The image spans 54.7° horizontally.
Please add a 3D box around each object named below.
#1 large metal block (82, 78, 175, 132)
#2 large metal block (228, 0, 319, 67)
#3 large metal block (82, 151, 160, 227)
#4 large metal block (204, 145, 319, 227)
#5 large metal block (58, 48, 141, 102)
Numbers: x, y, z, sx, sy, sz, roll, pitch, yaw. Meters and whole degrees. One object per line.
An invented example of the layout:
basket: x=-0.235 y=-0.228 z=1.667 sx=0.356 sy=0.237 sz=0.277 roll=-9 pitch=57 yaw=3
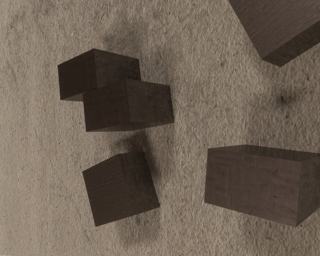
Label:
large metal block: x=-0.040 y=-0.025 z=0.400 sx=0.080 sy=0.081 sz=0.050 roll=-11 pitch=83 yaw=39
large metal block: x=0.121 y=-0.116 z=0.288 sx=0.080 sy=0.050 sz=0.080 roll=-34 pitch=69 yaw=34
large metal block: x=-0.056 y=0.085 z=0.432 sx=0.080 sy=0.050 sz=0.080 roll=-27 pitch=73 yaw=36
large metal block: x=0.098 y=0.046 z=0.287 sx=0.080 sy=0.081 sz=0.050 roll=6 pitch=94 yaw=39
large metal block: x=-0.084 y=-0.069 z=0.436 sx=0.080 sy=0.081 sz=0.050 roll=-10 pitch=84 yaw=39
